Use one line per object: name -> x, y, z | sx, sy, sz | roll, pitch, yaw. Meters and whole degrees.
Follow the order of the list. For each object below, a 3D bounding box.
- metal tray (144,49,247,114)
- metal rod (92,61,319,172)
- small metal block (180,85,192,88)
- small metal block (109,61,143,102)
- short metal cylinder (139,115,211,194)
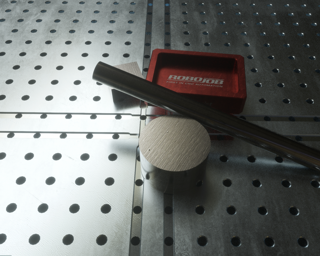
metal tray -> 0.049, -0.067, 0.428 | 0.131, 0.030, 0.090 | 6, 50, 4
metal rod -> 0.062, -0.013, 0.378 | 0.301, 0.025, 0.025 | 22, 52, 1
small metal block -> 0.045, -0.037, 0.439 | 0.050, 0.025, 0.050 | 4, 50, 3
small metal block -> -0.053, -0.071, 0.466 | 0.050, 0.025, 0.050 | -14, 52, -12
short metal cylinder -> 0.016, 0.030, 0.366 | 0.081, 0.050, 0.080 | 0, 50, 0
